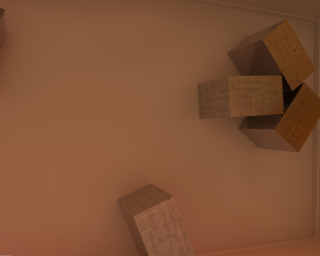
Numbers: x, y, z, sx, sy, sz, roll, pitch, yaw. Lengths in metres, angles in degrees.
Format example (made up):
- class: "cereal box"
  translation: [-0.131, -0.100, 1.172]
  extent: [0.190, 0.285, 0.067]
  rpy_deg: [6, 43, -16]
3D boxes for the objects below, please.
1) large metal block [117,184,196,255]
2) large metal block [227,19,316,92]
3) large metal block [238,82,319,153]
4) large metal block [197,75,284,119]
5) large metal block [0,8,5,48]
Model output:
- class: "large metal block"
  translation: [-0.007, 0.122, 0.380]
  extent: [0.050, 0.080, 0.080]
  rpy_deg: [-23, 98, -19]
- class: "large metal block"
  translation: [0.156, -0.095, 0.440]
  extent: [0.050, 0.080, 0.080]
  rpy_deg: [-39, 103, -16]
- class: "large metal block"
  translation: [0.174, -0.015, 0.447]
  extent: [0.050, 0.080, 0.080]
  rpy_deg: [40, 77, -16]
- class: "large metal block"
  translation: [0.107, -0.041, 0.422]
  extent: [0.081, 0.080, 0.050]
  rpy_deg: [-4, 92, -20]
- class: "large metal block"
  translation: [-0.210, -0.088, 0.306]
  extent: [0.081, 0.050, 0.080]
  rpy_deg: [18, 63, -20]
